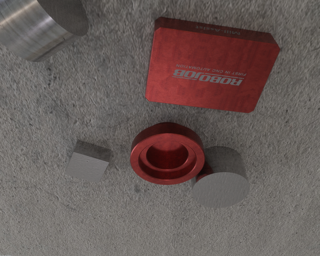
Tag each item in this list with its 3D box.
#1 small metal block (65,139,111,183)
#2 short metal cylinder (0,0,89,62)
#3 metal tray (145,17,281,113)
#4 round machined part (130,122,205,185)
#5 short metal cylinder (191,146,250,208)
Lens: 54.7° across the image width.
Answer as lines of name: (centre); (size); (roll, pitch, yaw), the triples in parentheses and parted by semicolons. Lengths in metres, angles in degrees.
small metal block: (-0.104, 0.049, 0.448); (0.050, 0.025, 0.050); (19, 128, -16)
short metal cylinder: (-0.111, -0.107, 0.279); (0.050, 0.080, 0.080); (-25, 126, 20)
metal tray: (0.053, -0.067, 0.348); (0.131, 0.030, 0.089); (6, 130, -6)
round machined part: (0.010, 0.030, 0.422); (0.099, 0.042, 0.097); (0, 130, 0)
short metal cylinder: (0.085, 0.072, 0.453); (0.081, 0.050, 0.079); (0, 130, 0)
